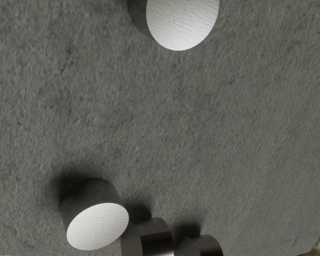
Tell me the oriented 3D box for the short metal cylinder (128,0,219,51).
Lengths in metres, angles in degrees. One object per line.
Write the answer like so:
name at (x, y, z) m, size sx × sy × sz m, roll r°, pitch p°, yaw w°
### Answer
short metal cylinder at (0.013, -0.127, 0.321) m, size 0.081 × 0.050 × 0.079 m, roll -14°, pitch 125°, yaw -21°

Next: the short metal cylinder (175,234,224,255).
short metal cylinder at (0.069, 0.235, 0.557) m, size 0.050 × 0.080 × 0.079 m, roll 7°, pitch 115°, yaw -32°

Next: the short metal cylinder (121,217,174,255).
short metal cylinder at (-0.021, 0.180, 0.473) m, size 0.050 × 0.080 × 0.079 m, roll 1°, pitch 118°, yaw -30°

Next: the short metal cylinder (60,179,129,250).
short metal cylinder at (-0.088, 0.115, 0.415) m, size 0.081 × 0.050 × 0.079 m, roll -14°, pitch 125°, yaw -21°
